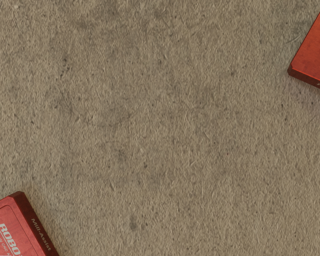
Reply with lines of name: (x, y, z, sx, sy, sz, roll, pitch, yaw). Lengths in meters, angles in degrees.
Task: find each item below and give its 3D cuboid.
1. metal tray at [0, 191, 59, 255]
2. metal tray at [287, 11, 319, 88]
metal tray: (-0.195, 0.161, 0.405, 0.090, 0.030, 0.130, -29, 90, 0)
metal tray: (0.244, -0.085, 0.391, 0.130, 0.030, 0.090, 29, 90, 16)
